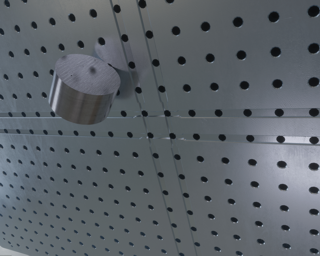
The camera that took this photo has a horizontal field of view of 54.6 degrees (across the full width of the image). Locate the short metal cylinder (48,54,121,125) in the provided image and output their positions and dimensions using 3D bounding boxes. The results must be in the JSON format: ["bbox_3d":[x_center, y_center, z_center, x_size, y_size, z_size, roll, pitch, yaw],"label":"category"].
[{"bbox_3d":[-0.097,-0.050,0.396,0.080,0.080,0.050,34,129,6],"label":"short metal cylinder"}]
